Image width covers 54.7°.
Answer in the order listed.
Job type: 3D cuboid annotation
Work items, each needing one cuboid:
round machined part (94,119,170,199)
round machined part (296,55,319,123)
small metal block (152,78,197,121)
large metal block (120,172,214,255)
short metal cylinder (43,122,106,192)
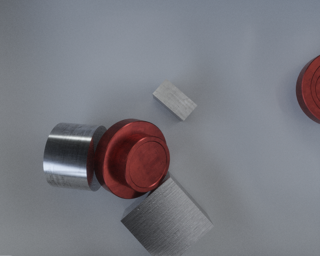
[{"bbox_3d":[-0.026,0.040,0.376,0.099,0.042,0.097,-11,106,-40],"label":"round machined part"},{"bbox_3d":[0.227,-0.050,0.404,0.099,0.042,0.097,0,89,3],"label":"round machined part"},{"bbox_3d":[0.018,-0.034,0.399,0.050,0.050,0.025,41,90,-1],"label":"small metal block"},{"bbox_3d":[0.009,0.115,0.399,0.080,0.050,0.080,-42,91,0],"label":"large metal block"},{"bbox_3d":[-0.098,0.035,0.379,0.050,0.080,0.079,5,90,9],"label":"short metal cylinder"}]
